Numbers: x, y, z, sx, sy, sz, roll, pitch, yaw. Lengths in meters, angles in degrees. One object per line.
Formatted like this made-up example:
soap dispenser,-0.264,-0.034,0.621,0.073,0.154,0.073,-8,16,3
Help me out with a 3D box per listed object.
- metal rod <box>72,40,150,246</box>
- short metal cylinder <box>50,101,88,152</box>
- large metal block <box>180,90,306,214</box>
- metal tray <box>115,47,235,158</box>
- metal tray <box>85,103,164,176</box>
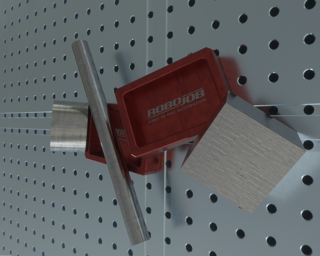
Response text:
metal rod,-0.073,0.009,0.430,0.025,0.025,0.299,-31,71,35
short metal cylinder,-0.142,-0.002,0.487,0.080,0.050,0.080,-176,89,-75
large metal block,0.078,0.022,0.305,0.080,0.050,0.080,32,114,2
metal tray,0.017,-0.026,0.367,0.130,0.030,0.090,-22,76,20
metal tray,-0.055,0.011,0.451,0.130,0.030,0.089,9,96,39
